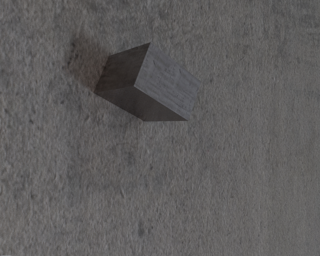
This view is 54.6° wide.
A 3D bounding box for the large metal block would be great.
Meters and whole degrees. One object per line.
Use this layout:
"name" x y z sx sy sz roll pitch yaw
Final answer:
"large metal block" -0.015 -0.047 0.356 0.080 0.080 0.050 30 72 -36
